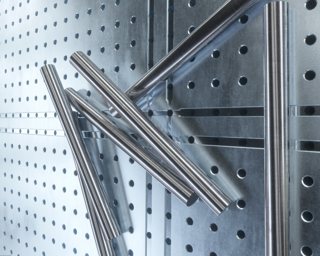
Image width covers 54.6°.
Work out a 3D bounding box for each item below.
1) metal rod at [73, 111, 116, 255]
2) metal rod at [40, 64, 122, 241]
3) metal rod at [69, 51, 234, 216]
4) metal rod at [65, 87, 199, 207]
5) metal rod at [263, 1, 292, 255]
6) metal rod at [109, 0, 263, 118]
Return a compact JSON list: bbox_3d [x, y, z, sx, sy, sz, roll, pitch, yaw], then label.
[{"bbox_3d":[-0.110,0.112,0.502,0.025,0.025,0.299,-31,71,36],"label":"metal rod"},{"bbox_3d":[-0.130,0.032,0.497,0.025,0.025,0.299,-33,76,35],"label":"metal rod"},{"bbox_3d":[-0.025,-0.007,0.405,0.300,0.025,0.025,44,117,22],"label":"metal rod"},{"bbox_3d":[-0.060,0.013,0.460,0.300,0.025,0.025,36,112,34],"label":"metal rod"},{"bbox_3d":[0.118,0.026,0.312,0.025,0.025,0.298,-1,90,40],"label":"metal rod"},{"bbox_3d":[0.035,-0.097,0.381,0.299,0.025,0.025,-36,68,34],"label":"metal rod"}]
